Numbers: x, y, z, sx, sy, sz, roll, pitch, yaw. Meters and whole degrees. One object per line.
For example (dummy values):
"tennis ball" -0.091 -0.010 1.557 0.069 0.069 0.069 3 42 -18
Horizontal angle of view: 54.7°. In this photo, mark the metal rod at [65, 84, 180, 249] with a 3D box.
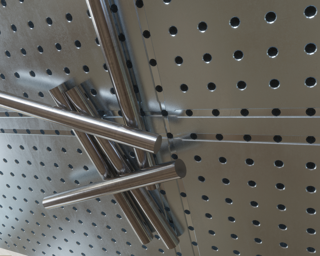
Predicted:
"metal rod" -0.051 0.068 0.478 0.025 0.025 0.299 -19 109 35

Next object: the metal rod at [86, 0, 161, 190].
"metal rod" -0.045 -0.044 0.405 0.025 0.025 0.298 -1 118 28

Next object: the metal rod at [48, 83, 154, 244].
"metal rod" -0.087 0.067 0.495 0.025 0.025 0.299 -15 111 34

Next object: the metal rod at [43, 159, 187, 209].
"metal rod" -0.088 0.094 0.479 0.300 0.025 0.025 -20 108 35

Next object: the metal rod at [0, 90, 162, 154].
"metal rod" -0.140 -0.016 0.438 0.301 0.025 0.025 15 125 19
